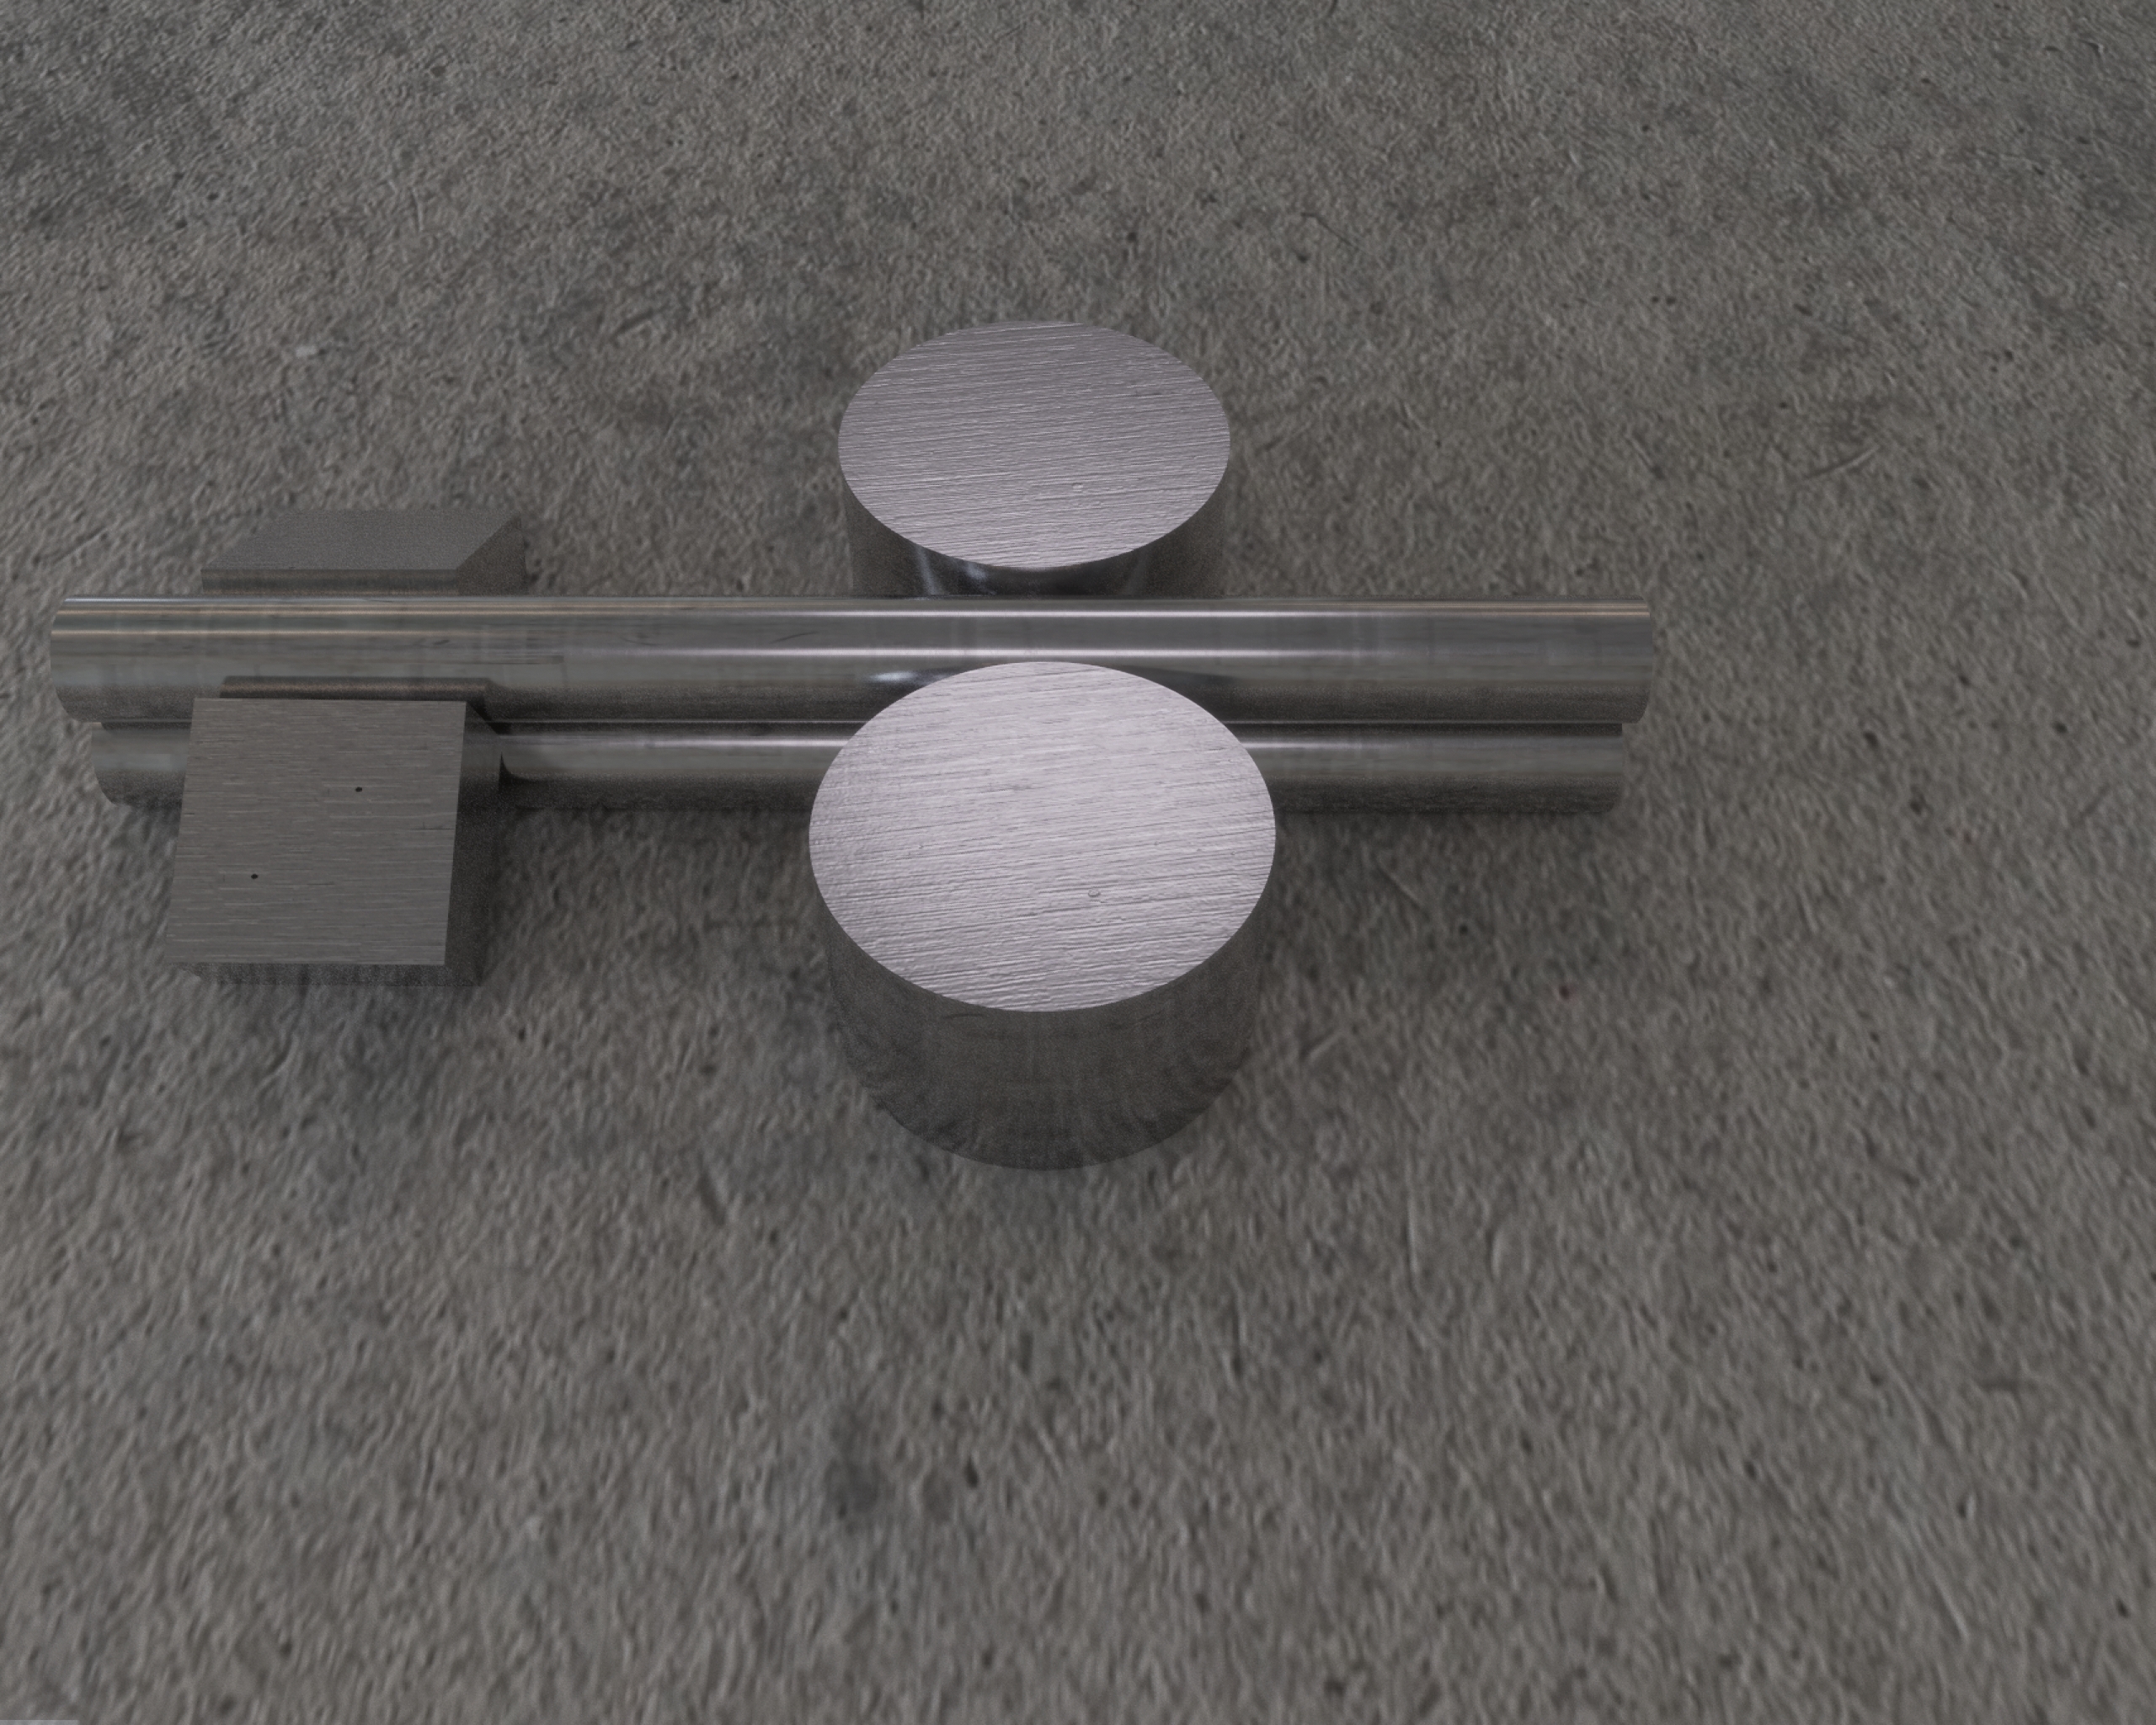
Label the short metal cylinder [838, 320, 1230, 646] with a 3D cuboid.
[{"bbox_3d":[-0.009,-0.072,0.448,0.081,0.050,0.080,0,50,0],"label":"short metal cylinder"}]

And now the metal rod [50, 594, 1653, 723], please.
[{"bbox_3d":[-0.042,-0.040,0.405,0.302,0.025,0.025,0,50,0],"label":"metal rod"}]

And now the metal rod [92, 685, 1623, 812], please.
[{"bbox_3d":[-0.043,-0.023,0.424,0.302,0.025,0.025,0,50,0],"label":"metal rod"}]

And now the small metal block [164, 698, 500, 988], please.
[{"bbox_3d":[-0.139,-0.003,0.393,0.050,0.025,0.050,1,77,0],"label":"small metal block"}]

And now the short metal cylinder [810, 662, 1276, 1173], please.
[{"bbox_3d":[-0.006,0.009,0.380,0.081,0.050,0.080,0,50,0],"label":"short metal cylinder"}]

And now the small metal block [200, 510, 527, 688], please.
[{"bbox_3d":[-0.147,-0.056,0.438,0.050,0.025,0.050,0,23,0],"label":"small metal block"}]
